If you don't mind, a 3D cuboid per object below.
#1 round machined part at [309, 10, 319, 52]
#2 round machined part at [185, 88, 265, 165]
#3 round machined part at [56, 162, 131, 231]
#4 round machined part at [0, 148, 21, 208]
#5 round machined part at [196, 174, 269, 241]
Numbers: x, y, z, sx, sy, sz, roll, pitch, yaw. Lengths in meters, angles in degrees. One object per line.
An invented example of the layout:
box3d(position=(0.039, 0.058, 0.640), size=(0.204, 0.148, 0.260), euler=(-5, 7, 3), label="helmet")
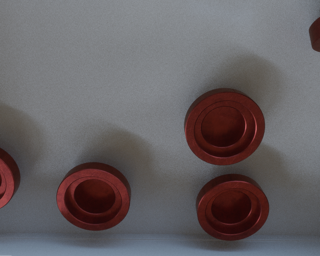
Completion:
box3d(position=(0.215, -0.121, 0.336), size=(0.099, 0.098, 0.042), euler=(-7, 81, 2), label="round machined part")
box3d(position=(0.080, -0.005, 0.401), size=(0.099, 0.042, 0.097), euler=(0, 110, 0), label="round machined part")
box3d(position=(-0.089, 0.091, 0.435), size=(0.099, 0.042, 0.097), euler=(0, 110, 0), label="round machined part")
box3d(position=(-0.240, 0.062, 0.422), size=(0.099, 0.042, 0.097), euler=(-1, 111, -3), label="round machined part")
box3d(position=(0.100, 0.108, 0.443), size=(0.099, 0.042, 0.097), euler=(0, 110, 0), label="round machined part")
